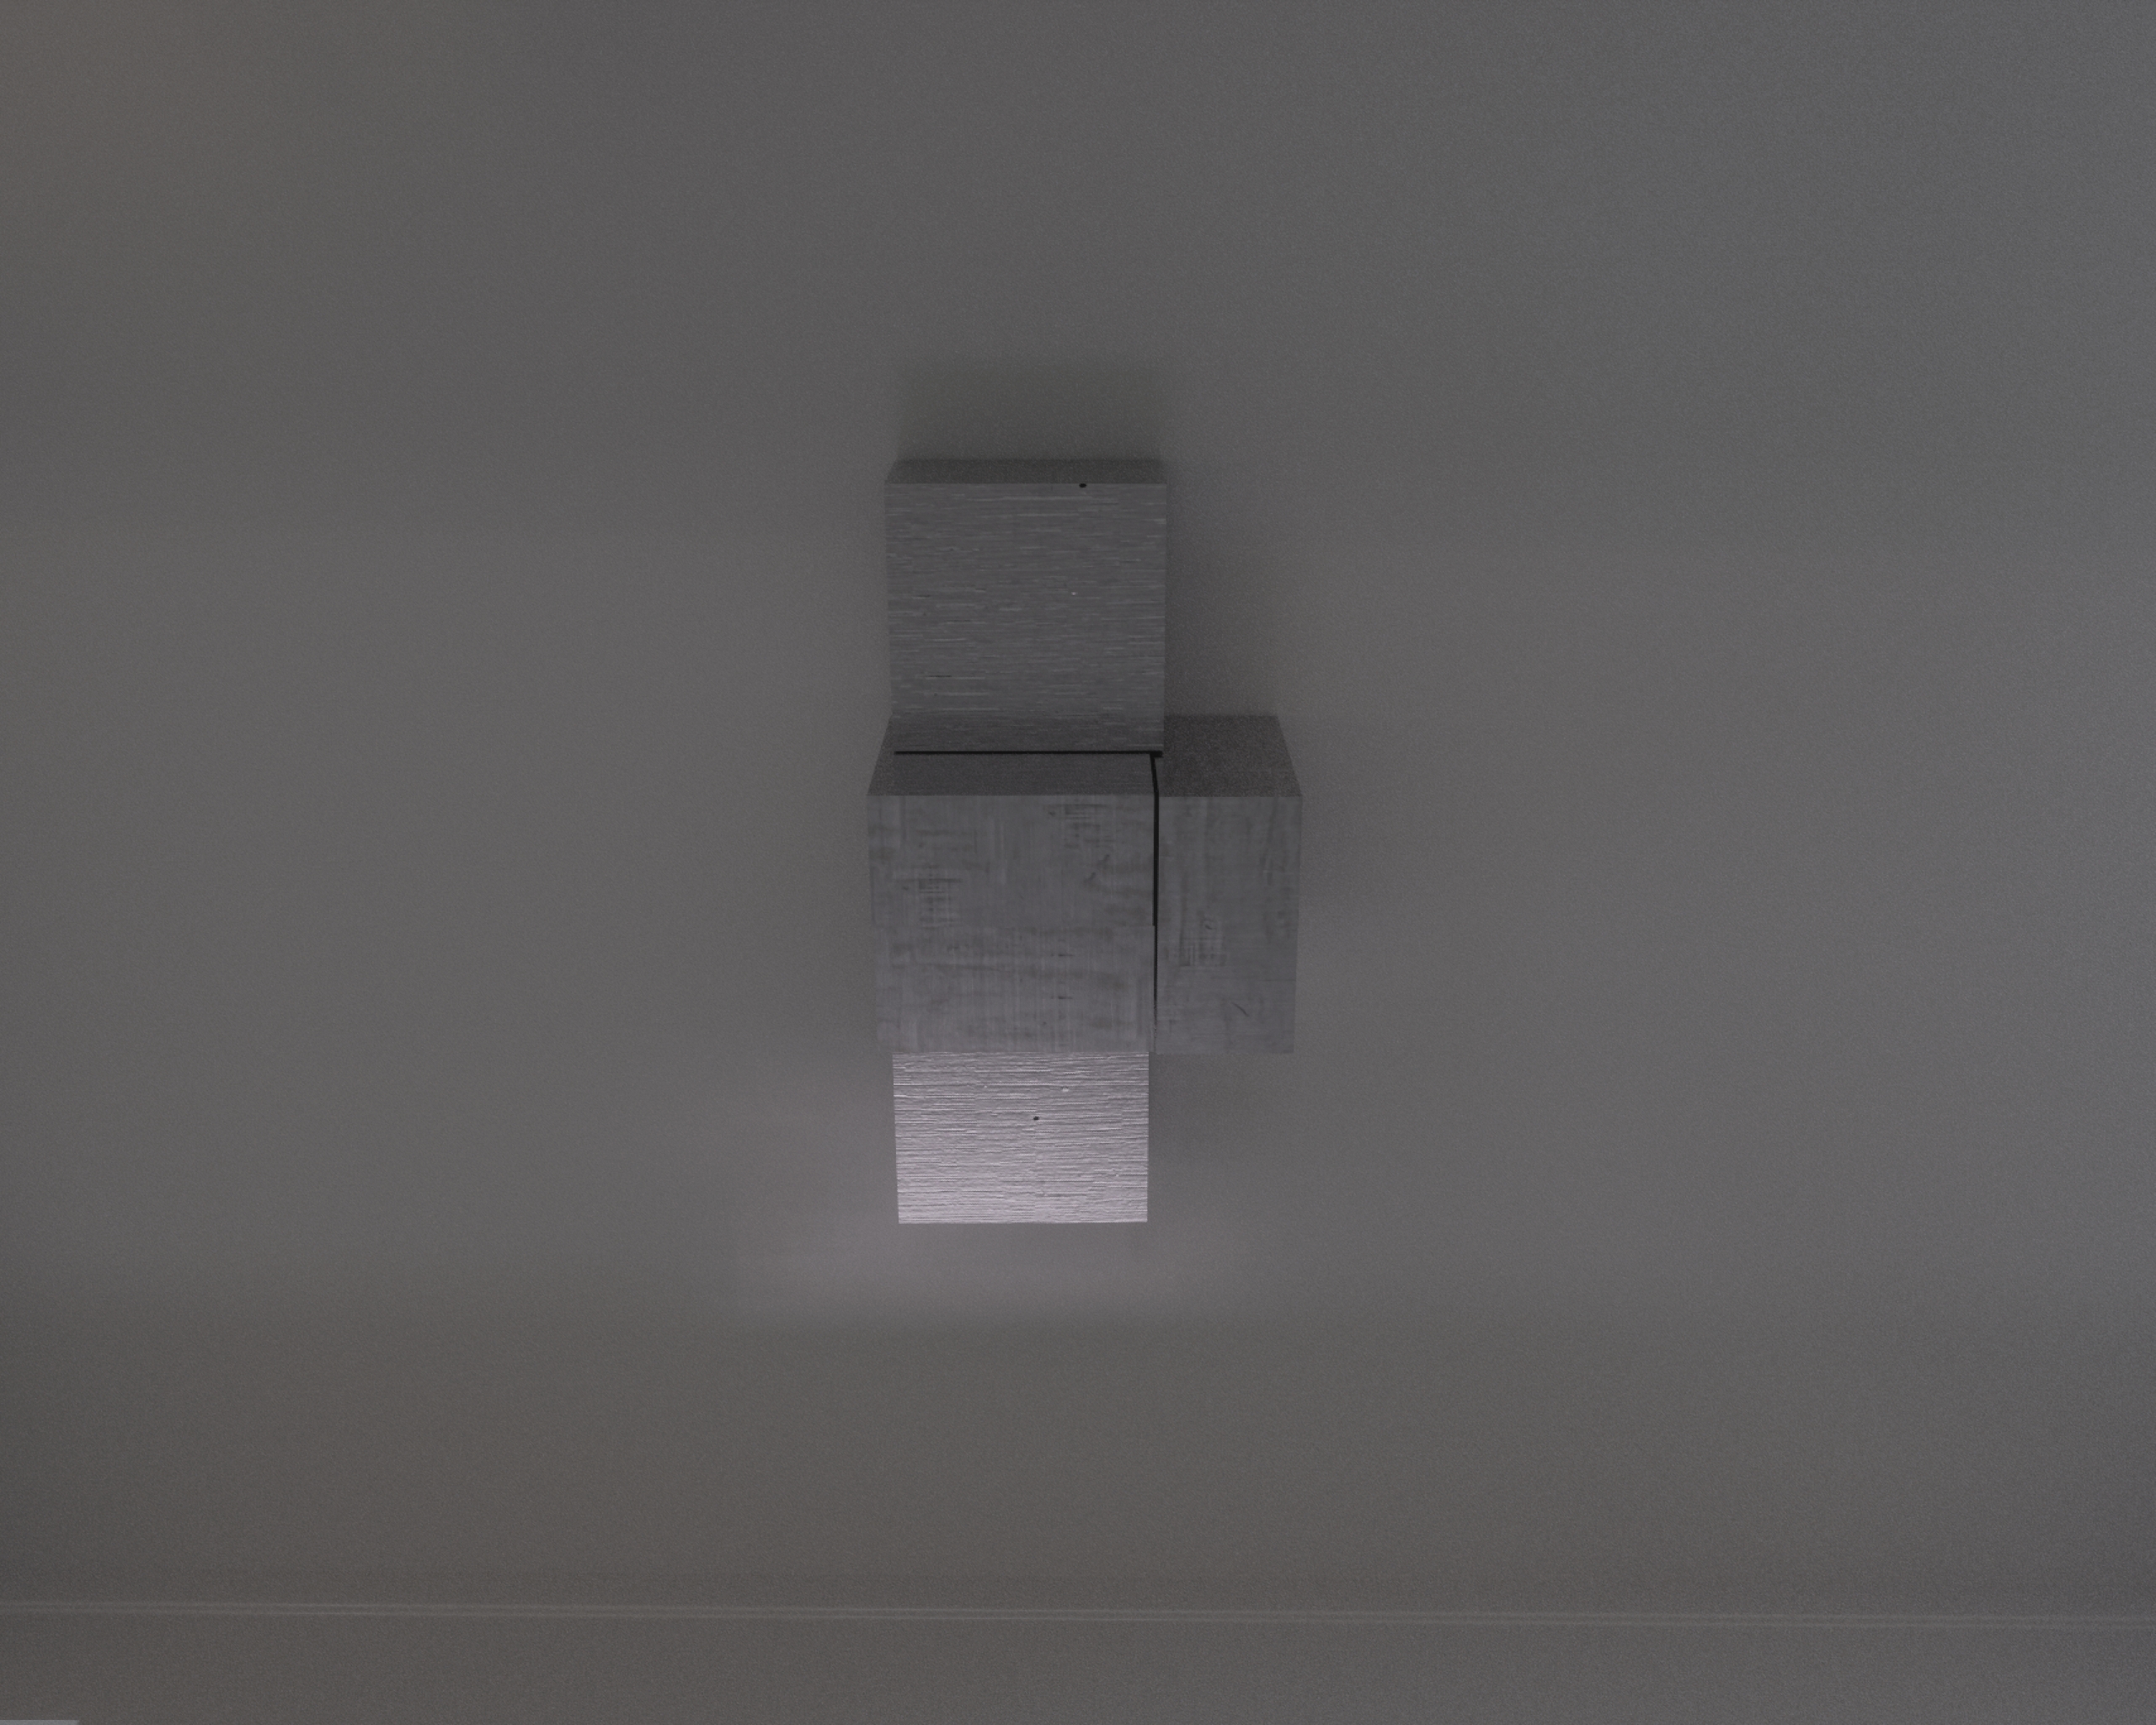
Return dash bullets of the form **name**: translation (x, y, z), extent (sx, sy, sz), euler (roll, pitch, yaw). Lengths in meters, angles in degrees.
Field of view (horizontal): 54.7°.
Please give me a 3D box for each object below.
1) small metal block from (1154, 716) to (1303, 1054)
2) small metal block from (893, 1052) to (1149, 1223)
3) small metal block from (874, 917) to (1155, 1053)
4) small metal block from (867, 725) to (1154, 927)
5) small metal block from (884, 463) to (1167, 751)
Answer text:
- **small metal block**: translation (0.027, 0.003, 0.397), extent (0.025, 0.050, 0.050), euler (0, 110, 0)
- **small metal block**: translation (-0.011, 0.045, 0.426), extent (0.050, 0.025, 0.050), euler (0, 110, 0)
- **small metal block**: translation (-0.011, 0.014, 0.401), extent (0.050, 0.050, 0.025), euler (0, 110, 0)
- **small metal block**: translation (-0.012, -0.009, 0.393), extent (0.050, 0.050, 0.025), euler (0, 110, 0)
- **small metal block**: translation (-0.009, -0.048, 0.391), extent (0.050, 0.025, 0.050), euler (0, 110, 0)
